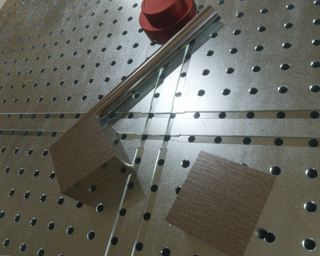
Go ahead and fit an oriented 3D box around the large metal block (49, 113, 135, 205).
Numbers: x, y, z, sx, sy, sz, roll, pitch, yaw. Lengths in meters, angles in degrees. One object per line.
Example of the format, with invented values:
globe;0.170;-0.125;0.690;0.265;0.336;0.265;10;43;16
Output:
large metal block;-0.093;0.041;0.416;0.080;0.050;0.080;-35;51;5

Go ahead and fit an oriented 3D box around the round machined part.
round machined part;0.008;-0.199;0.516;0.098;0.042;0.098;-13;56;21

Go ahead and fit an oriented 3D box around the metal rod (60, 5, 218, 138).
metal rod;-0.031;-0.079;0.472;0.300;0.025;0.025;-42;51;-1

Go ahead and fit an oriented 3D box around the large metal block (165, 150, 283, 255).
large metal block;0.065;0.079;0.310;0.080;0.050;0.080;19;71;35
